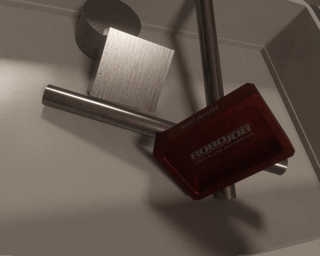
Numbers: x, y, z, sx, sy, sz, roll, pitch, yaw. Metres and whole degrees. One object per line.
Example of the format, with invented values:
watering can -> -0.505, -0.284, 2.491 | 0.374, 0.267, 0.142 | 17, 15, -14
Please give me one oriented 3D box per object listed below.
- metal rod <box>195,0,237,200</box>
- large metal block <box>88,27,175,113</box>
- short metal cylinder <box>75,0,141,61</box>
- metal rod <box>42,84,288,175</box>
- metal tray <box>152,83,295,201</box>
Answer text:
metal rod -> 0.074, -0.055, 0.425 | 0.025, 0.025, 0.298 | 0, 79, -28
large metal block -> -0.038, -0.072, 0.387 | 0.081, 0.050, 0.079 | 15, 100, -21
short metal cylinder -> -0.073, -0.137, 0.435 | 0.081, 0.050, 0.080 | 14, 56, -21
metal rod -> 0.012, 0.005, 0.376 | 0.302, 0.025, 0.025 | 17, 54, -6
metal tray -> 0.069, 0.020, 0.349 | 0.090, 0.130, 0.030 | 50, 22, -23
